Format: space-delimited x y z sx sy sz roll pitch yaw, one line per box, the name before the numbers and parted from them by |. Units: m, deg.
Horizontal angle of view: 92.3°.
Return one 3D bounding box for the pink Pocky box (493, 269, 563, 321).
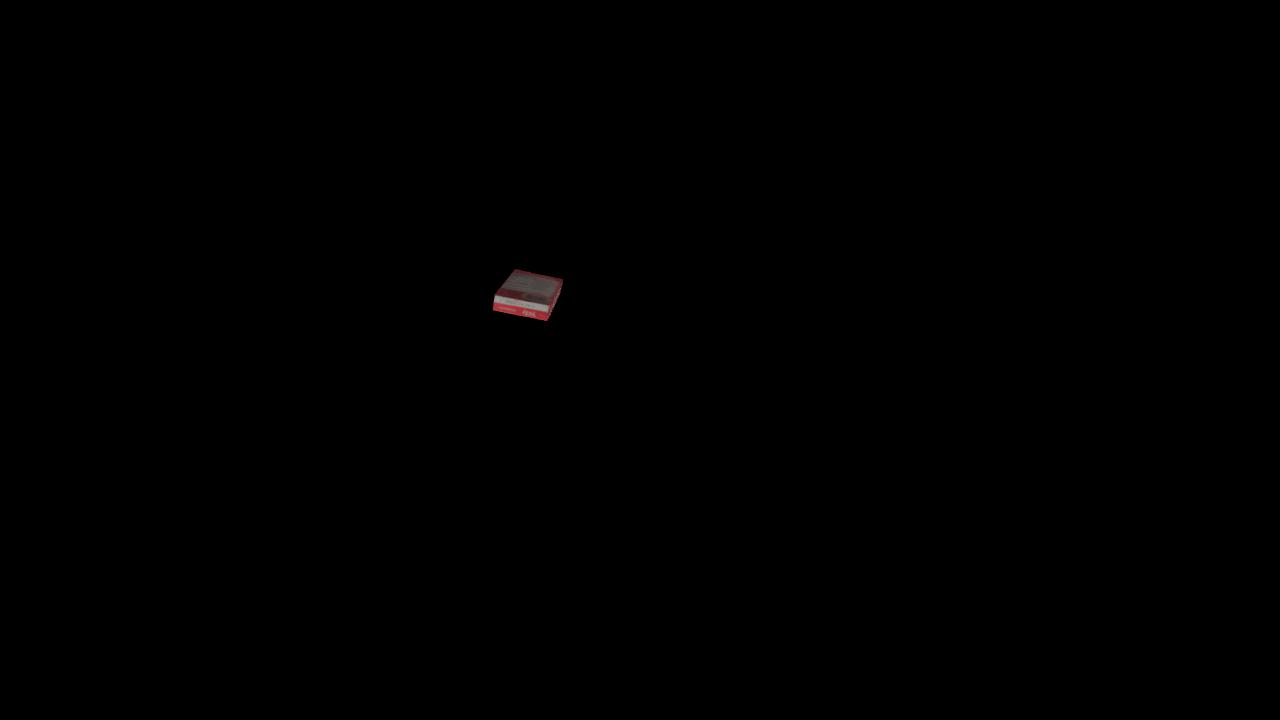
pink Pocky box | -0.173 -0.105 0.969 0.084 0.029 0.155 11 22 -5
